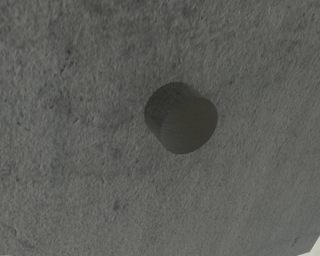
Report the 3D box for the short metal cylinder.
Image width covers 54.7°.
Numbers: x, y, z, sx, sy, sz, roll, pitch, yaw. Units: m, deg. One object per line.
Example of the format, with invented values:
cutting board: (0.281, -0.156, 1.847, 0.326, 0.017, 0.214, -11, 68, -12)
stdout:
short metal cylinder: (0.026, -0.013, 0.399, 0.081, 0.050, 0.079, -14, 125, -21)
